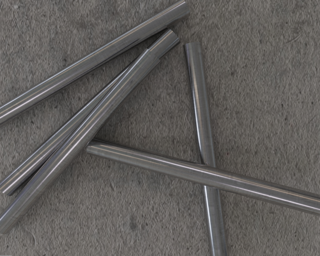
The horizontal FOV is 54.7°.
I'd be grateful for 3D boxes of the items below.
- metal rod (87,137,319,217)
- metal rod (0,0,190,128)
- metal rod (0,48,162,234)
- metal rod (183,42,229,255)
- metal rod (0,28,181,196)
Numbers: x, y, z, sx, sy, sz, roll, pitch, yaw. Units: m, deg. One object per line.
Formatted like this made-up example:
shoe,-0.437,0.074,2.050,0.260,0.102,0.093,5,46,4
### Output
metal rod,0.053,0.058,0.385,0.301,0.025,0.025,14,90,9
metal rod,-0.096,-0.083,0.408,0.301,0.025,0.025,-31,90,0
metal rod,-0.108,0.021,0.392,0.025,0.025,0.299,43,96,0
metal rod,0.062,0.038,0.410,0.025,0.025,0.298,-7,90,0
metal rod,-0.092,-0.021,0.409,0.300,0.025,0.025,-42,90,0
